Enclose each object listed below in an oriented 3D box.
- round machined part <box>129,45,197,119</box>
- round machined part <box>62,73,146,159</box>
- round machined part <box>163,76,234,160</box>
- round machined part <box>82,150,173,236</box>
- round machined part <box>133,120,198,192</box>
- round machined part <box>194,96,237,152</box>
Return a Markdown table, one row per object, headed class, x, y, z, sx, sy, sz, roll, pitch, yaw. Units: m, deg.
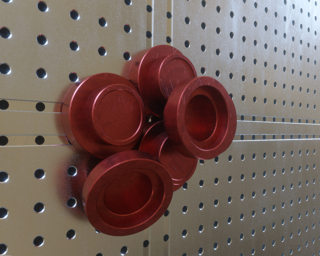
| class | x | y | z | sx | sy | sz | roll | pitch | yaw |
| --- | --- | --- | --- | --- | --- | --- | --- | --- | --- |
| round machined part | 0.012 | -0.060 | 0.407 | 0.099 | 0.042 | 0.097 | 0 | 90 | -40 |
| round machined part | -0.055 | -0.014 | 0.351 | 0.099 | 0.042 | 0.097 | 0 | 90 | -40 |
| round machined part | 0.043 | -0.012 | 0.377 | 0.099 | 0.042 | 0.097 | 0 | 90 | -40 |
| round machined part | -0.038 | 0.068 | 0.348 | 0.099 | 0.042 | 0.097 | -10 | 116 | -21 |
| round machined part | 0.012 | 0.038 | 0.406 | 0.099 | 0.042 | 0.097 | 0 | 90 | -40 |
| round machined part | 0.065 | -0.011 | 0.450 | 0.099 | 0.042 | 0.097 | 0 | 90 | -40 |
